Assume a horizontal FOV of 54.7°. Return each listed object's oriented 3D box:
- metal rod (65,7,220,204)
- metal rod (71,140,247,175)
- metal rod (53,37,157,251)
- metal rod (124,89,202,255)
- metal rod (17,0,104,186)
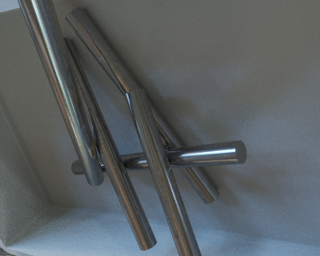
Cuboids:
[{"bbox_3d":[-0.016,-0.021,0.402,0.025,0.025,0.299,-29,103,37],"label":"metal rod"},{"bbox_3d":[-0.026,0.046,0.423,0.300,0.025,0.025,-10,114,41],"label":"metal rod"},{"bbox_3d":[-0.073,0.024,0.416,0.025,0.025,0.299,-20,95,35],"label":"metal rod"},{"bbox_3d":[0.018,0.098,0.365,0.025,0.025,0.299,-21,86,35],"label":"metal rod"},{"bbox_3d":[-0.096,-0.018,0.344,0.025,0.025,0.298,20,144,16],"label":"metal rod"}]
